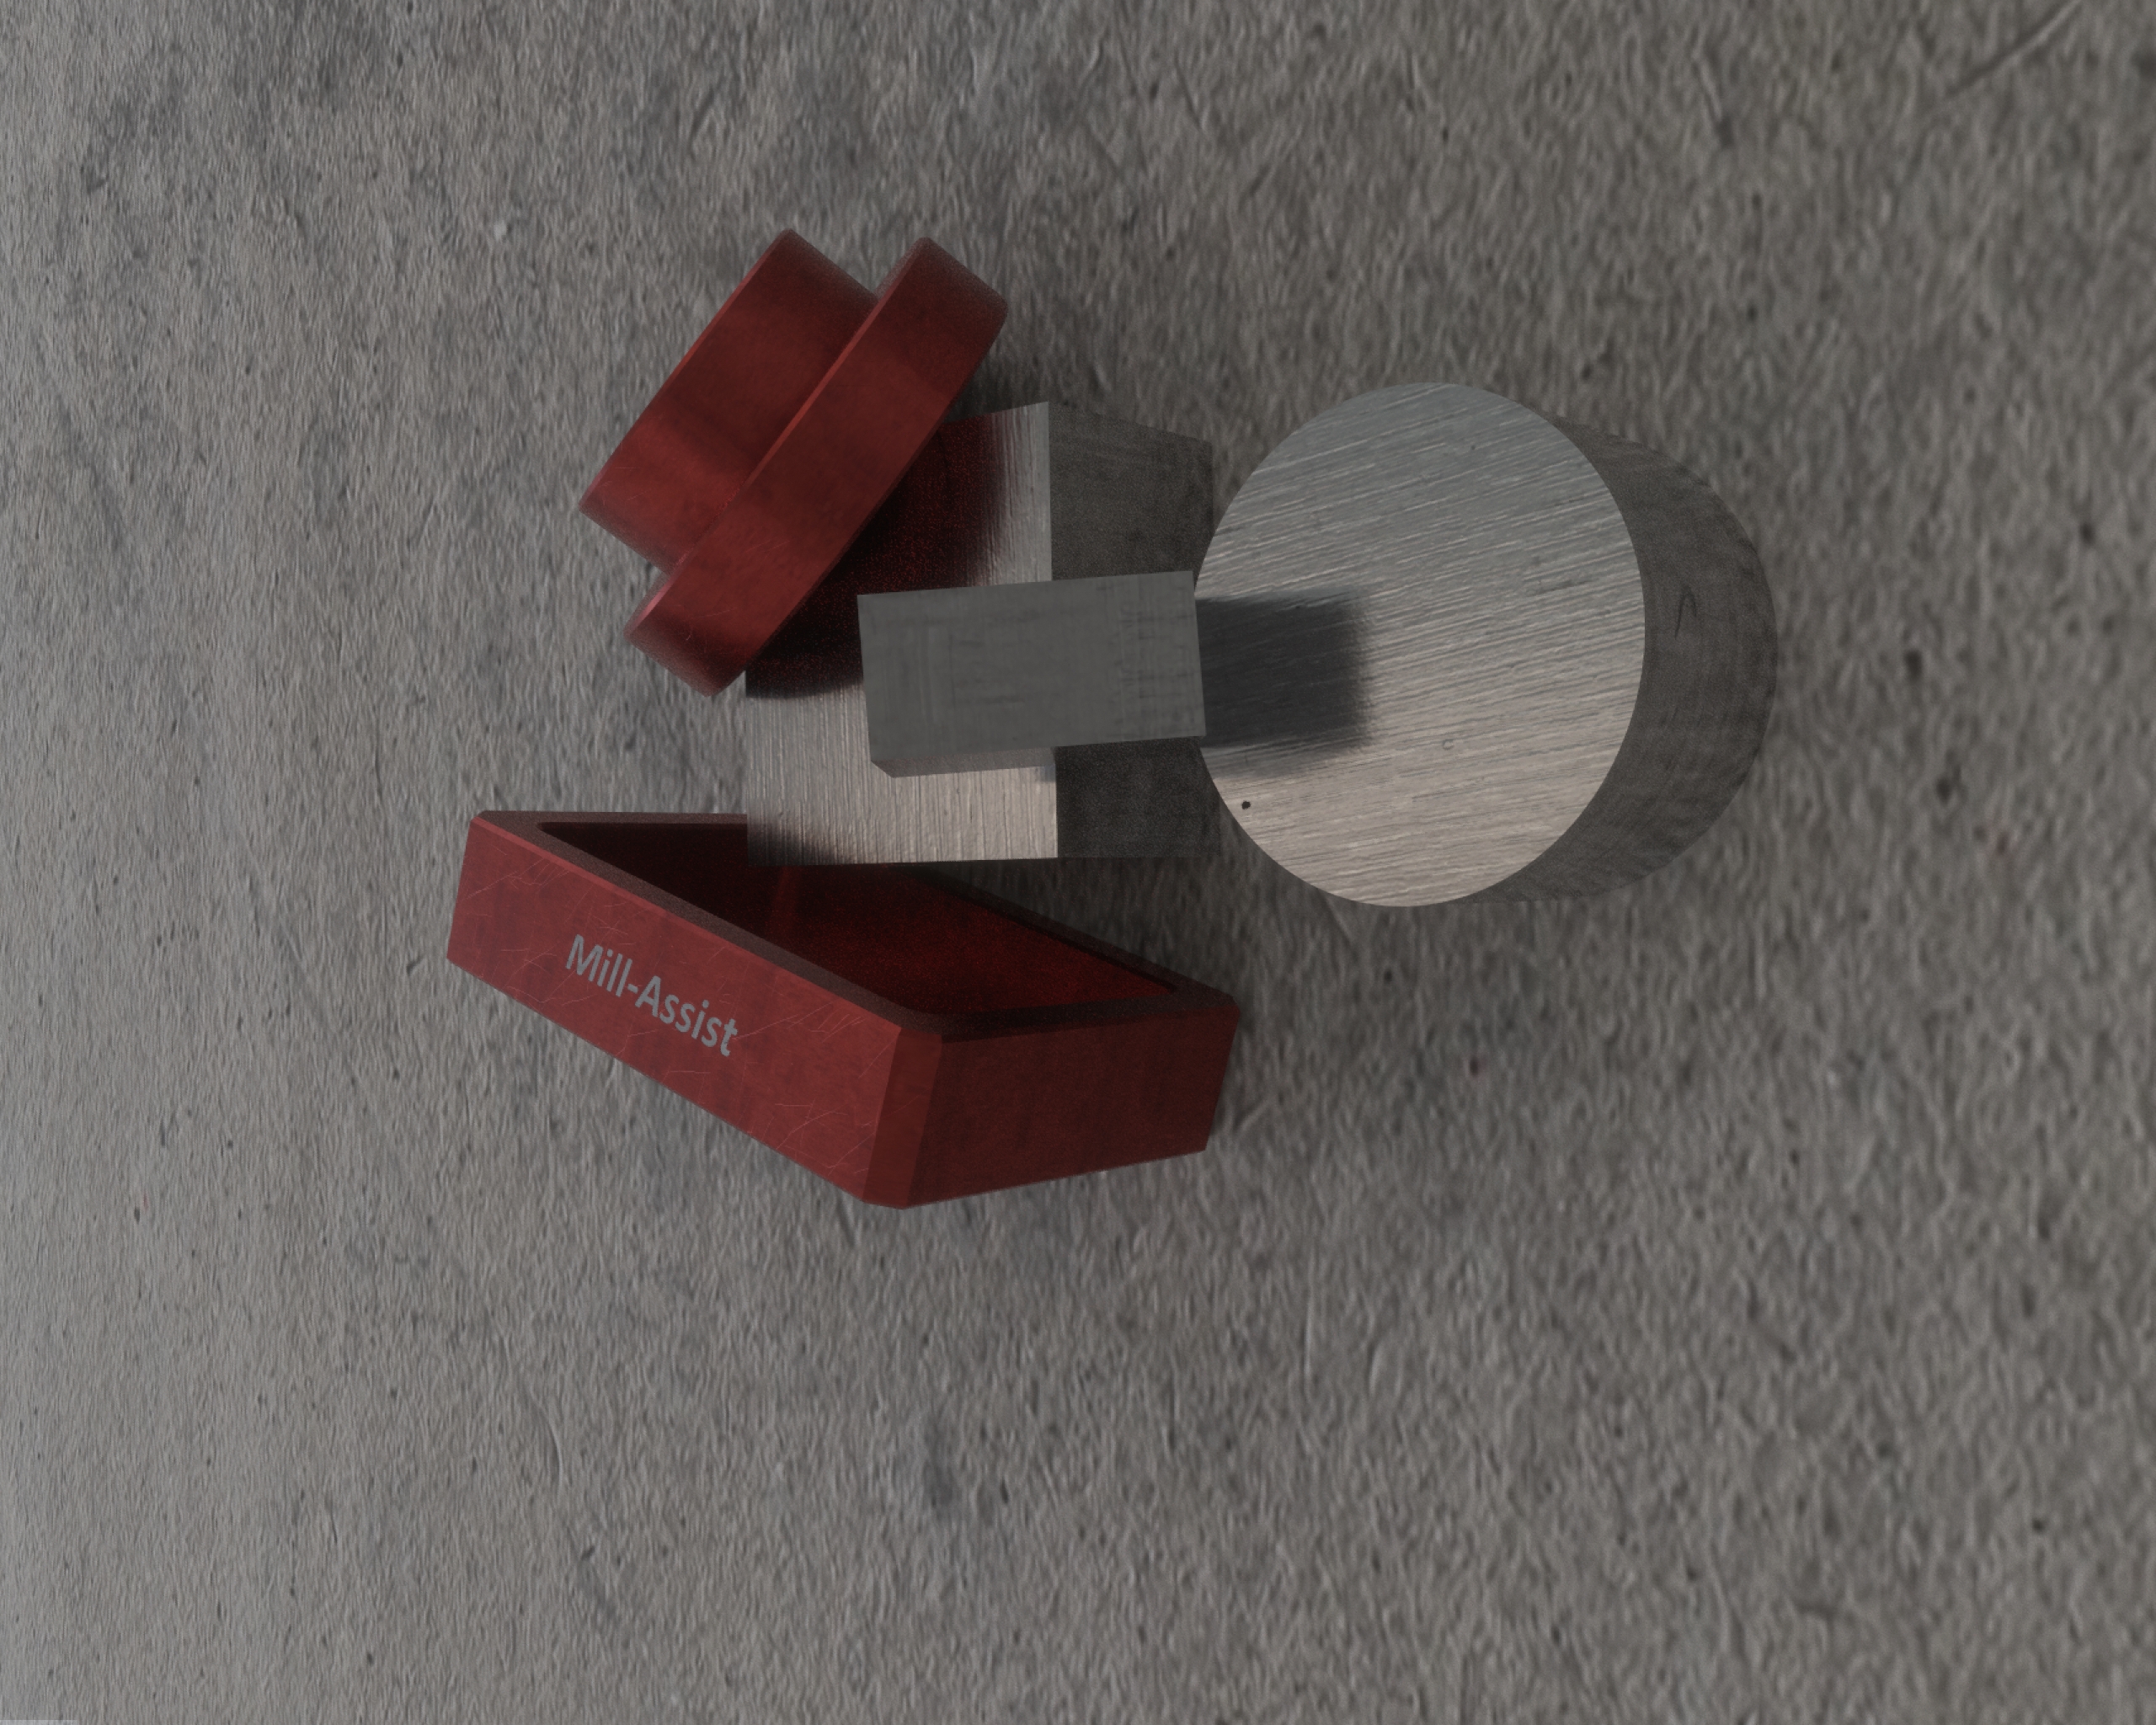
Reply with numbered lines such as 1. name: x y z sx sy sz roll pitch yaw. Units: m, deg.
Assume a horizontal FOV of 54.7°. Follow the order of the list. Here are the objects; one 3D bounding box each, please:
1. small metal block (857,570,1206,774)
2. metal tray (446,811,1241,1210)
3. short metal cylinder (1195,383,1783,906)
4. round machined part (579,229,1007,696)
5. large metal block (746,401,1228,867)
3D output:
1. small metal block: -0.007 -0.029 0.337 0.050 0.050 0.025 -5 89 -2
2. metal tray: -0.046 0.022 0.402 0.130 0.091 0.030 22 104 38
3. short metal cylinder: 0.065 -0.033 0.338 0.080 0.050 0.080 0 90 40
4. round machined part: -0.060 -0.084 0.408 0.042 0.098 0.098 37 122 -15
5. large metal block: -0.019 -0.040 0.407 0.080 0.050 0.080 -2 89 40
